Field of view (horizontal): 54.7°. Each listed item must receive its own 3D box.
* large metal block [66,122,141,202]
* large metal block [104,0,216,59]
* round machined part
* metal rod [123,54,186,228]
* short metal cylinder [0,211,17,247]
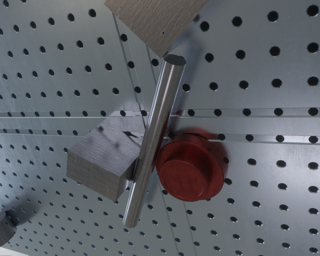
[{"bbox_3d":[-0.074,0.045,0.443,0.080,0.080,0.050,25,127,13],"label":"large metal block"},{"bbox_3d":[0.005,-0.132,0.311,0.080,0.050,0.080,44,129,-2],"label":"large metal block"},{"bbox_3d":[0.038,0.060,0.418,0.098,0.042,0.097,13,124,20],"label":"round machined part"},{"bbox_3d":[-0.017,0.041,0.419,0.025,0.025,0.298,26,129,12],"label":"metal rod"},{"bbox_3d":[-0.392,0.244,0.733,0.080,0.080,0.050,-10,113,32],"label":"short metal cylinder"}]
